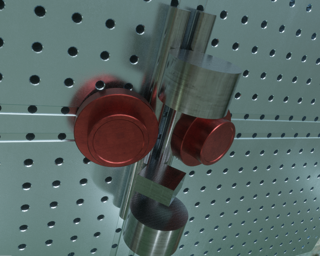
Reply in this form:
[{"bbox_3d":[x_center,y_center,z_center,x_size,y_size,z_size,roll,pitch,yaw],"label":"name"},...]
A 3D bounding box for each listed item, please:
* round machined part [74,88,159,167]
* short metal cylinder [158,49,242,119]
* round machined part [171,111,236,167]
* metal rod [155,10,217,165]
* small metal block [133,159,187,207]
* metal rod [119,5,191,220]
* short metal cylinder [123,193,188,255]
[{"bbox_3d":[-0.049,0.006,0.361,0.099,0.042,0.097,-6,119,-10],"label":"round machined part"},{"bbox_3d":[0.042,-0.050,0.339,0.081,0.080,0.050,1,118,-29],"label":"short metal cylinder"},{"bbox_3d":[0.065,0.012,0.426,0.099,0.042,0.097,-26,134,-30],"label":"round machined part"},{"bbox_3d":[0.018,-0.002,0.418,0.025,0.025,0.298,1,118,-29],"label":"metal rod"},{"bbox_3d":[0.001,0.071,0.409,0.050,0.050,0.025,-39,148,-61],"label":"small metal block"},{"bbox_3d":[-0.013,-0.001,0.402,0.025,0.025,0.298,1,118,-29],"label":"metal rod"},{"bbox_3d":[-0.007,0.130,0.424,0.081,0.080,0.050,1,118,-29],"label":"short metal cylinder"}]
